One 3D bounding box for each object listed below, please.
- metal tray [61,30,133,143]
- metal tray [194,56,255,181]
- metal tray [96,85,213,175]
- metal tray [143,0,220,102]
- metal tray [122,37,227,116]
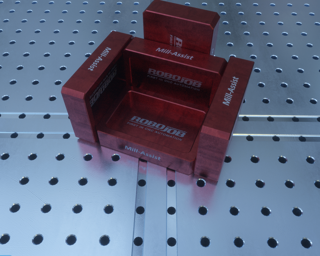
[{"bbox_3d":[-0.073,-0.056,0.412,0.030,0.090,0.130,17,52,14],"label":"metal tray"},{"bbox_3d":[0.078,-0.013,0.376,0.030,0.090,0.130,17,52,14],"label":"metal tray"},{"bbox_3d":[-0.005,-0.002,0.405,0.130,0.030,0.090,17,52,14],"label":"metal tray"},{"bbox_3d":[0.026,-0.100,0.423,0.090,0.129,0.030,18,53,14],"label":"metal tray"},{"bbox_3d":[0.018,-0.064,0.419,0.130,0.090,0.030,17,53,13],"label":"metal tray"}]
